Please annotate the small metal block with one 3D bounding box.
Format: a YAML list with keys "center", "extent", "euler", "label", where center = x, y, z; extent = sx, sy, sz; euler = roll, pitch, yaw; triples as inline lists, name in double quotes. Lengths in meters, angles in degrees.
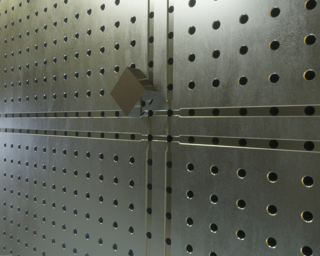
- center: [-0.038, -0.051, 0.442]
  extent: [0.050, 0.025, 0.050]
  euler: [52, 121, 27]
  label: "small metal block"
